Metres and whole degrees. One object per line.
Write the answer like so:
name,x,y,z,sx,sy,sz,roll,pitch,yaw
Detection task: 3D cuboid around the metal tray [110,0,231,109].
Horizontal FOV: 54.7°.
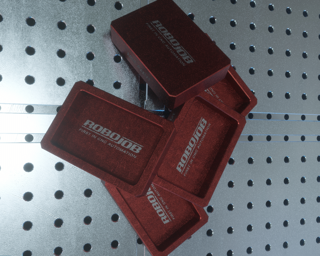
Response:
metal tray,0.011,-0.096,0.382,0.091,0.030,0.130,-32,71,-18

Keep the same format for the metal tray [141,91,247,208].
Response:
metal tray,0.044,0.024,0.396,0.090,0.030,0.130,30,80,-18

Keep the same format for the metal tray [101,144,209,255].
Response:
metal tray,-0.005,0.095,0.409,0.090,0.030,0.130,-34,102,-17

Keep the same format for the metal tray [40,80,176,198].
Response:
metal tray,-0.058,0.011,0.357,0.130,0.030,0.090,25,80,12

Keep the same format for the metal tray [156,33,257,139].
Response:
metal tray,0.066,-0.054,0.435,0.090,0.030,0.130,-45,105,-15
